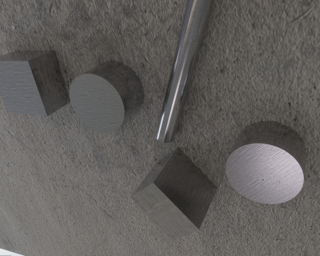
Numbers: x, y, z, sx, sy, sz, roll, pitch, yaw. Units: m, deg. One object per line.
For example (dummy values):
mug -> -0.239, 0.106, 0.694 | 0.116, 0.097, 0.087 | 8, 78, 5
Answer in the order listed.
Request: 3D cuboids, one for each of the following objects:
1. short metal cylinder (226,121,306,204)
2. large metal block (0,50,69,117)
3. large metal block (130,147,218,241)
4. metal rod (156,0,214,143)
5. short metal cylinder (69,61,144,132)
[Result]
short metal cylinder -> 0.120, 0.039, 0.351 | 0.080, 0.050, 0.079 | 13, 124, 21
large metal block -> -0.188, -0.066, 0.449 | 0.080, 0.050, 0.079 | 5, 121, 25
large metal block -> 0.021, 0.086, 0.414 | 0.080, 0.080, 0.050 | 47, 129, -5
metal rod -> 0.035, -0.105, 0.323 | 0.025, 0.025, 0.298 | 24, 127, 13
short metal cylinder -> -0.068, -0.041, 0.401 | 0.080, 0.050, 0.079 | 13, 124, 21
